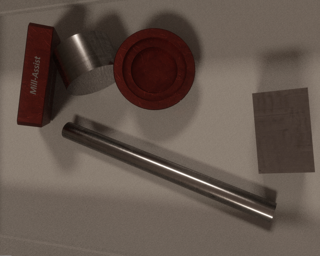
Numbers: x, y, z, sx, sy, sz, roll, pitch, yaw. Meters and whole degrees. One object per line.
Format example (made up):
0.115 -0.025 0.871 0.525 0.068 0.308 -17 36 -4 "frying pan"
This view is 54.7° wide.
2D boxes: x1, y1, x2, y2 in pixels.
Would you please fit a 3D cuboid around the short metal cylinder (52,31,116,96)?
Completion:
-0.095 -0.084 0.413 0.080 0.080 0.050 -28 81 17 "short metal cylinder"

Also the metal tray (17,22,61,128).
-0.166 -0.070 0.431 0.030 0.090 0.129 7 93 -13 "metal tray"

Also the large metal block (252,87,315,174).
0.131 0.003 0.335 0.050 0.080 0.080 -5 89 20 "large metal block"

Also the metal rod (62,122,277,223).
-0.002 0.051 0.410 0.301 0.025 0.025 20 97 18 "metal rod"

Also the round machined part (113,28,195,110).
-0.007 -0.072 0.391 0.099 0.042 0.097 0 95 -3 "round machined part"
